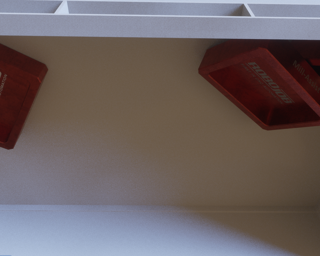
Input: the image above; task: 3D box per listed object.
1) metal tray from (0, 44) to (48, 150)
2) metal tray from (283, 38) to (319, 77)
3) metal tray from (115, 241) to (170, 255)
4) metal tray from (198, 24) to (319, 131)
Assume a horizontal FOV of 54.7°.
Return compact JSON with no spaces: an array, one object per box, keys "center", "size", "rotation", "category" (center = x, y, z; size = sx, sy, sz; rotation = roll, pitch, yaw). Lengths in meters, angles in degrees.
[{"center":[-0.201,-0.038,0.371],"size":[0.090,0.030,0.129],"rotation":[25,126,-20],"category":"metal tray"},{"center":[0.196,-0.047,0.308],"size":[0.030,0.130,0.090],"rotation":[-54,127,-14],"category":"metal tray"},{"center":[-0.050,0.292,0.657],"size":[0.090,0.030,0.129],"rotation":[27,125,-22],"category":"metal tray"},{"center":[0.117,-0.046,0.337],"size":[0.130,0.030,0.090],"rotation":[35,157,-26],"category":"metal tray"}]
